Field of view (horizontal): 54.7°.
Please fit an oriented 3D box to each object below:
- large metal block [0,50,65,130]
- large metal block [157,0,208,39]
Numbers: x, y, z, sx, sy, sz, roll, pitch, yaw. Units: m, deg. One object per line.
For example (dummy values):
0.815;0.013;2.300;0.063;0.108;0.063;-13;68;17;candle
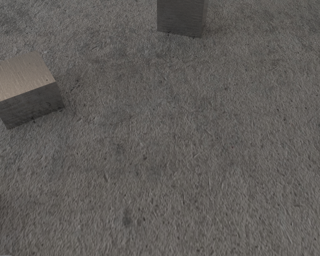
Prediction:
-0.191;-0.055;0.432;0.081;0.050;0.080;-25;55;-20;large metal block
0.041;-0.213;0.546;0.080;0.080;0.050;13;51;11;large metal block
